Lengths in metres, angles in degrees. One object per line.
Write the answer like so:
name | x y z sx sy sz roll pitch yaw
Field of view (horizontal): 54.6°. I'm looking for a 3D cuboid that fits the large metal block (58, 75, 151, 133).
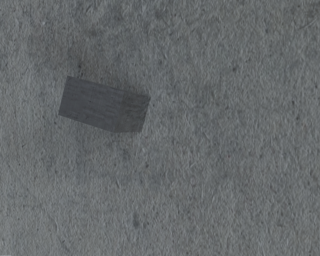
large metal block | -0.069 -0.029 0.405 0.080 0.080 0.050 17 96 19
